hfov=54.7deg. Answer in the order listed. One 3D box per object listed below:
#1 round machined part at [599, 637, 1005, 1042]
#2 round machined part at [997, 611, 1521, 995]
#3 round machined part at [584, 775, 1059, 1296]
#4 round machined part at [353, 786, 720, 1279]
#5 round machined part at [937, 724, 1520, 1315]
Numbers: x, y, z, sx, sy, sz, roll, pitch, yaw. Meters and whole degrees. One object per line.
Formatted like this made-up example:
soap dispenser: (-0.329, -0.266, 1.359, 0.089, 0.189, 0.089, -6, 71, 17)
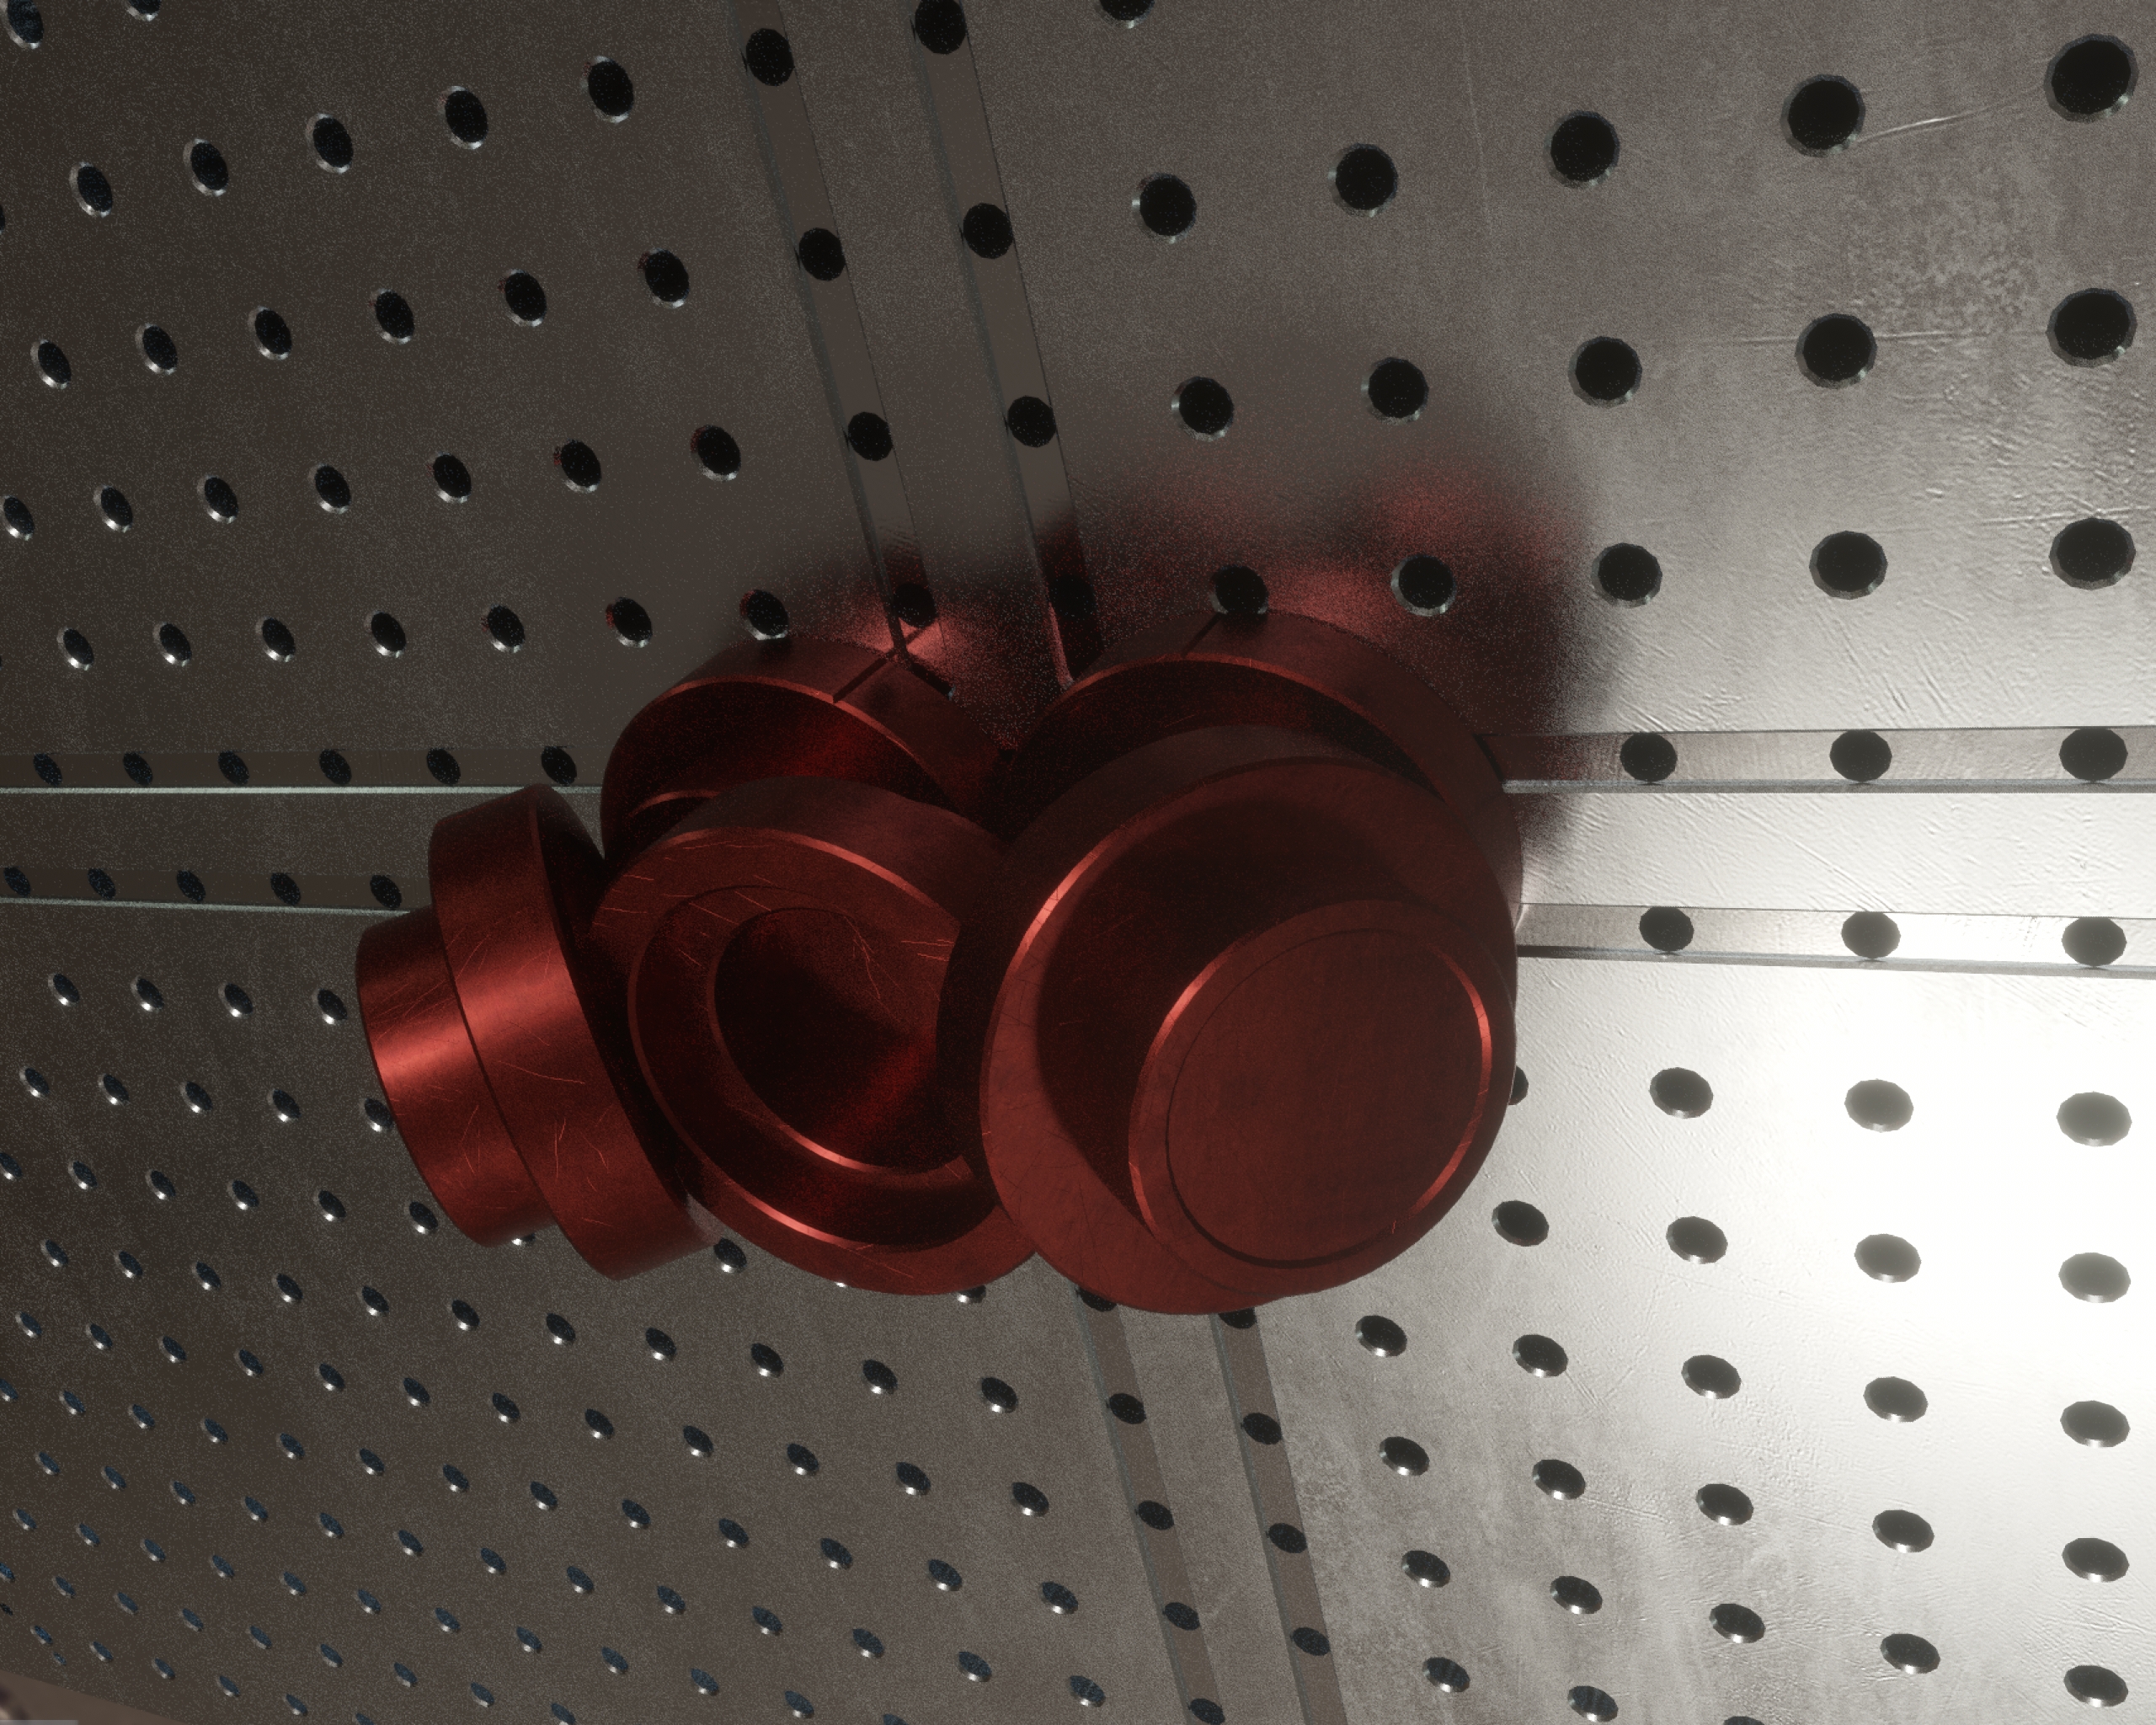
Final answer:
round machined part: (-0.058, 0.006, 0.432, 0.098, 0.042, 0.097, 13, 124, 20)
round machined part: (0.029, 0.006, 0.387, 0.098, 0.042, 0.097, 13, 124, 20)
round machined part: (-0.037, 0.027, 0.379, 0.098, 0.042, 0.097, 13, 124, 20)
round machined part: (-0.108, 0.037, 0.412, 0.042, 0.098, 0.097, -21, 112, -4)
round machined part: (0.031, 0.030, 0.336, 0.042, 0.099, 0.097, 37, 145, 59)
